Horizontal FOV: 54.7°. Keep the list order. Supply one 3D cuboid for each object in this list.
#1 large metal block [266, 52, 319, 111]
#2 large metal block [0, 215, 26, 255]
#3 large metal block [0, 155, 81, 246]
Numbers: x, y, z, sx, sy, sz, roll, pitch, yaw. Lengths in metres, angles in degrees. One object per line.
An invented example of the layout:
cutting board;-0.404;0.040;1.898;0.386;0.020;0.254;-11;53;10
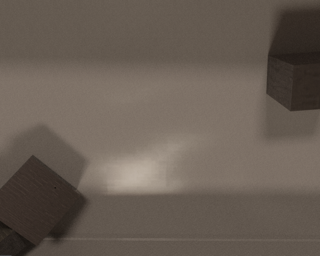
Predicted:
large metal block;0.179;-0.058;0.363;0.081;0.080;0.050;-4;110;1
large metal block;-0.236;0.145;0.394;0.080;0.080;0.050;32;145;25
large metal block;-0.167;0.093;0.413;0.080;0.050;0.080;43;75;-15
